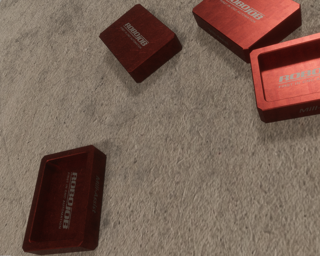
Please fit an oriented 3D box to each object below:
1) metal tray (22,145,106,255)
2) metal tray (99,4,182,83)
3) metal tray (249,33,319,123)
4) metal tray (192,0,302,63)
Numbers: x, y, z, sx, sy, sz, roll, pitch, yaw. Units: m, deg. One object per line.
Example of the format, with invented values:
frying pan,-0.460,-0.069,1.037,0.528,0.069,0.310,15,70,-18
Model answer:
metal tray,-0.122,0.093,0.405,0.090,0.030,0.130,-13,56,20
metal tray,-0.035,-0.141,0.504,0.090,0.030,0.130,-39,51,1
metal tray,0.173,-0.061,0.346,0.130,0.030,0.090,-11,57,22
metal tray,0.117,-0.157,0.435,0.090,0.030,0.130,-38,51,2
